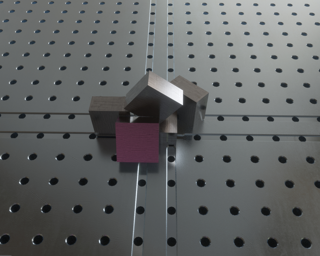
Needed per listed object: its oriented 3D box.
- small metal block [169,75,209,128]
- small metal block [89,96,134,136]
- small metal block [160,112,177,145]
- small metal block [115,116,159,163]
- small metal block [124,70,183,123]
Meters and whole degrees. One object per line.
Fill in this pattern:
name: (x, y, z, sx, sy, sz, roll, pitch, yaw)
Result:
small metal block: (0.036, -0.036, 0.422, 0.050, 0.050, 0.025, 36, 58, 26)
small metal block: (-0.061, -0.014, 0.403, 0.050, 0.050, 0.025, 1, 51, 1)
small metal block: (-0.003, -0.006, 0.412, 0.050, 0.025, 0.050, 2, 50, 0)
small metal block: (-0.026, 0.014, 0.377, 0.050, 0.050, 0.025, 1, 18, 1)
small metal block: (-0.008, -0.034, 0.375, 0.050, 0.050, 0.025, 27, 45, -26)
